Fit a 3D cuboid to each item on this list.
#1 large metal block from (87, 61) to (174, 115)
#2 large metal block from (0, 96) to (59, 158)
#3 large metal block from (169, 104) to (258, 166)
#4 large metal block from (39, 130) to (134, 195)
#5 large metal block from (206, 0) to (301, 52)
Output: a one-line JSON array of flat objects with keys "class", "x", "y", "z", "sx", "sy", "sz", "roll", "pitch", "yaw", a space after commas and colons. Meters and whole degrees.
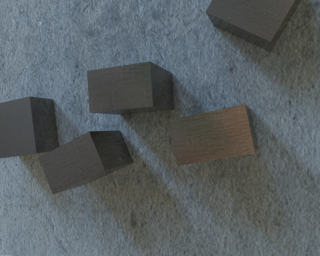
[{"class": "large metal block", "x": -0.033, "y": -0.046, "z": 0.391, "sx": 0.080, "sy": 0.080, "sz": 0.050, "roll": -4, "pitch": 89, "yaw": 19}, {"class": "large metal block", "x": -0.205, "y": 0.001, "z": 0.466, "sx": 0.080, "sy": 0.050, "sz": 0.080, "roll": -9, "pitch": 87, "yaw": 19}, {"class": "large metal block", "x": 0.065, "y": 0.008, "z": 0.356, "sx": 0.080, "sy": 0.080, "sz": 0.050, "roll": -12, "pitch": 86, "yaw": 19}, {"class": "large metal block", "x": -0.095, "y": 0.043, "z": 0.412, "sx": 0.080, "sy": 0.080, "sz": 0.050, "roll": -26, "pitch": 82, "yaw": 18}, {"class": "large metal block", "x": 0.112, "y": -0.146, "z": 0.356, "sx": 0.080, "sy": 0.050, "sz": 0.080, "roll": 32, "pitch": 100, "yaw": 17}]
